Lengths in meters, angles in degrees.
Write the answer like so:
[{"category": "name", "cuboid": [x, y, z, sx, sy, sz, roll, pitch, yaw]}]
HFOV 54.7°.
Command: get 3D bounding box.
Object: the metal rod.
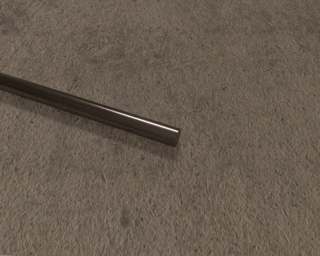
[{"category": "metal rod", "cuboid": [-0.117, -0.032, 0.428, 0.301, 0.025, 0.025, 18, 52, 14]}]
